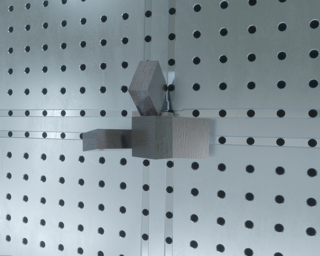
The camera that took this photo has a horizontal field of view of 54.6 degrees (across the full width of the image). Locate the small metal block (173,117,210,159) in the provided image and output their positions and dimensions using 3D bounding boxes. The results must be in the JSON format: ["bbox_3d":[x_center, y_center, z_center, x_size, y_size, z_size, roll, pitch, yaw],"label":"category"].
[{"bbox_3d":[0.034,0.012,0.389,0.050,0.025,0.050,2,91,-11],"label":"small metal block"}]

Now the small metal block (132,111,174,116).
[{"bbox_3d":[-0.010,0.003,0.417,0.050,0.025,0.050,3,91,20],"label":"small metal block"}]

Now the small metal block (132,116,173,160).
[{"bbox_3d":[-0.010,0.011,0.378,0.050,0.025,0.050,-1,90,53],"label":"small metal block"}]

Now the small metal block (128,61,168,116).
[{"bbox_3d":[-0.014,-0.050,0.394,0.025,0.050,0.050,3,55,21],"label":"small metal block"}]

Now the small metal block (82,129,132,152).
[{"bbox_3d":[-0.070,0.017,0.414,0.050,0.050,0.025,-12,78,54],"label":"small metal block"}]
